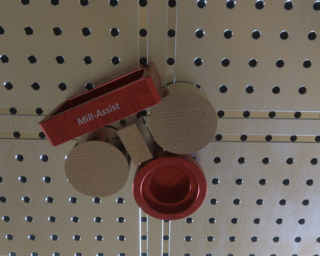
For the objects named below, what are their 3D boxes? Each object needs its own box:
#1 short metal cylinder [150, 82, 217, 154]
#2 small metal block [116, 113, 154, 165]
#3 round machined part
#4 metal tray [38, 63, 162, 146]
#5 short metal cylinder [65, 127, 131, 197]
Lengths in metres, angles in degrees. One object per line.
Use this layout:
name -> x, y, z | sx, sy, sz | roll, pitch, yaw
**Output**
short metal cylinder -> 0.028, -0.013, 0.391 | 0.081, 0.050, 0.079 | 0, 110, 0
small metal block -> -0.030, 0.012, 0.399 | 0.025, 0.050, 0.050 | -24, 109, 8
round machined part -> 0.013, 0.075, 0.428 | 0.099, 0.042, 0.097 | 0, 110, 0
metal tray -> -0.064, -0.030, 0.362 | 0.130, 0.090, 0.030 | -22, 109, 8
short metal cylinder -> -0.079, 0.044, 0.411 | 0.081, 0.050, 0.079 | 0, 110, 0
